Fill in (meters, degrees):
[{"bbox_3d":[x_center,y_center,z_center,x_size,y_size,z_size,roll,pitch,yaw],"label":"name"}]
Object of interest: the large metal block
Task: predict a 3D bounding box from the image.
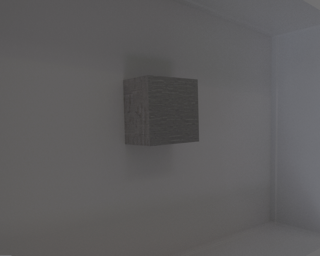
[{"bbox_3d":[0.002,-0.021,0.391,0.081,0.050,0.080,-3,92,-40],"label":"large metal block"}]
